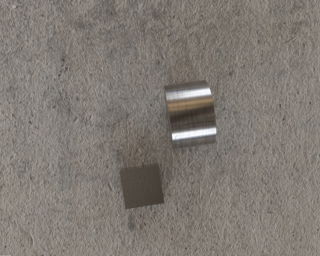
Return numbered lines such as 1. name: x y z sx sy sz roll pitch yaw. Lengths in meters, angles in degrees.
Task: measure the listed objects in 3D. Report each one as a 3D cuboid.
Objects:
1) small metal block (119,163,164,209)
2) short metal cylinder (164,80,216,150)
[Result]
1. small metal block: -0.023 0.076 0.410 0.050 0.025 0.050 -9 90 -1
2. short metal cylinder: 0.035 -0.016 0.383 0.050 0.080 0.080 -8 90 0
